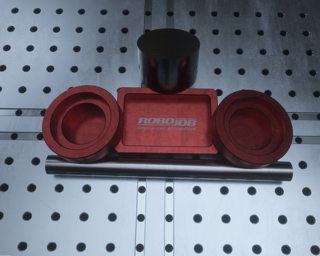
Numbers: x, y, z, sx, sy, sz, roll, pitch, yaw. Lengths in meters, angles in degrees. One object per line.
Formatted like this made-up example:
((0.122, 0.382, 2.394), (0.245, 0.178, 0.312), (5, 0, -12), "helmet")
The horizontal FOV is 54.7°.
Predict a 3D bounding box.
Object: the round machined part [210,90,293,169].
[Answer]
((0.111, 0.004, 0.393), (0.099, 0.042, 0.098), (3, 68, -7), "round machined part")

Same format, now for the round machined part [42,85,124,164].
((-0.093, -0.002, 0.393), (0.099, 0.042, 0.098), (-3, 67, 7), "round machined part")

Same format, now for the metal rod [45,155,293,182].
((0.011, 0.050, 0.389), (0.302, 0.025, 0.025), (2, 70, 0), "metal rod")

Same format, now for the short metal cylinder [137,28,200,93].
((0.011, -0.091, 0.412), (0.081, 0.050, 0.080), (0, 44, 0), "short metal cylinder")

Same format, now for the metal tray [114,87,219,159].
((0.009, -0.006, 0.407), (0.131, 0.030, 0.090), (1, 71, 0), "metal tray")
